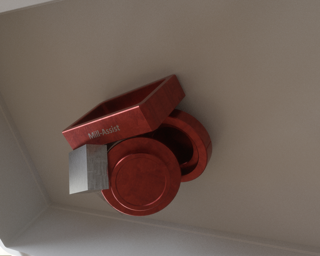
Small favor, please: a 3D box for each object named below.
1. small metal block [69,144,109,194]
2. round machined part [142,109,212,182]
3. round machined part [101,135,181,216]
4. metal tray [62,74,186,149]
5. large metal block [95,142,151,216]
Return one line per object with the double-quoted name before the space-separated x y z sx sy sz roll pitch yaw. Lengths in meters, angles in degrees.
"small metal block" -0.084 0.049 0.360 0.050 0.025 0.050 -23 68 49
"round machined part" 0.020 0.018 0.397 0.098 0.042 0.097 13 124 20
"round machined part" -0.023 0.059 0.368 0.099 0.042 0.097 -1 96 -6
"metal tray" -0.044 -0.017 0.375 0.130 0.090 0.030 -16 111 34
"large metal block" -0.053 0.059 0.435 0.080 0.080 0.050 39 129 1
